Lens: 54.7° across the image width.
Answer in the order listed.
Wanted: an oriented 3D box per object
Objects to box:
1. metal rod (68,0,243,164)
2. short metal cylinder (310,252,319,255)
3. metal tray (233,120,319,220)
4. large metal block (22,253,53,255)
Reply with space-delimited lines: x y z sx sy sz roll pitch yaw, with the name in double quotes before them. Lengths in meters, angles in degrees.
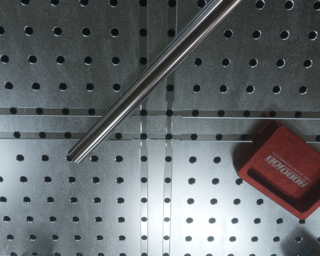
"metal rod" -0.011 -0.061 0.390 0.025 0.025 0.299 42 104 -14
"short metal cylinder" 0.253 0.240 0.475 0.080 0.080 0.050 31 107 -11
"metal tray" 0.181 0.061 0.434 0.130 0.030 0.090 35 106 -12
"large metal block" -0.195 0.255 0.476 0.050 0.080 0.079 -3 110 1
